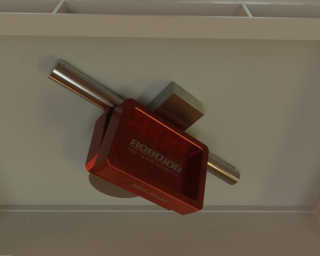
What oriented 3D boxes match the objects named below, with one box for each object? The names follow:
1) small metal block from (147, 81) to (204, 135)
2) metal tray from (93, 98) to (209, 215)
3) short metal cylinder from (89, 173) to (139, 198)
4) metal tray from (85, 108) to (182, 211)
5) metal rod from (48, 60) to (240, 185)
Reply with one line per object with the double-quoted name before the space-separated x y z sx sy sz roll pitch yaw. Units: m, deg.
"small metal block" 0.018 -0.022 0.389 0.050 0.025 0.050 33 122 -26
"metal tray" -0.003 0.035 0.361 0.131 0.090 0.030 32 140 -25
"short metal cylinder" -0.052 0.055 0.429 0.080 0.050 0.080 4 137 4
"metal tray" -0.025 0.040 0.399 0.131 0.090 0.030 32 123 -25
"metal rod" -0.003 0.005 0.413 0.301 0.025 0.025 32 123 -25
